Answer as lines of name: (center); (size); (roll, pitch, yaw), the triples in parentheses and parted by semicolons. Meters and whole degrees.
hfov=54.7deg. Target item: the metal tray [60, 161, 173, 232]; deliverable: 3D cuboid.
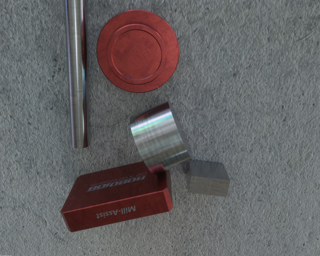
metal tray: (-0.052, 0.083, 0.405); (0.131, 0.090, 0.030); (-13, 110, 4)

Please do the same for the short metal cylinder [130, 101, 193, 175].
short metal cylinder: (0.003, 0.012, 0.385); (0.050, 0.080, 0.080); (-22, 109, 8)

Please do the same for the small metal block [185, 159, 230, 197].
small metal block: (0.063, 0.067, 0.422); (0.050, 0.050, 0.025); (7, 110, -3)

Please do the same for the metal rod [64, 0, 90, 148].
metal rod: (-0.099, -0.117, 0.365); (0.025, 0.025, 0.298); (3, 110, -2)

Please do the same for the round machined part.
round machined part: (-0.026, -0.089, 0.368); (0.099, 0.042, 0.097); (0, 110, -1)
